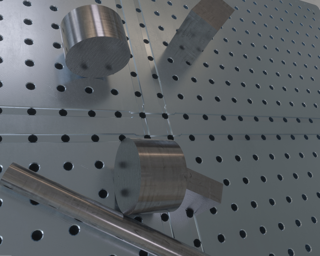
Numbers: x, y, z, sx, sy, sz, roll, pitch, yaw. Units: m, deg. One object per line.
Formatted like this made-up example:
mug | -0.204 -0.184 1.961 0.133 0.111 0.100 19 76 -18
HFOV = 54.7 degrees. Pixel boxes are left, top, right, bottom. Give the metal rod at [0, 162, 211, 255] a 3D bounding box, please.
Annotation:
metal rod | -0.019 0.115 0.327 0.301 0.025 0.025 29 52 -10

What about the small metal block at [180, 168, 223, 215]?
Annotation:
small metal block | 0.038 0.076 0.367 0.050 0.050 0.025 25 53 -13

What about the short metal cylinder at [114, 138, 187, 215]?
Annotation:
short metal cylinder | -0.013 0.051 0.335 0.050 0.080 0.080 4 60 -27

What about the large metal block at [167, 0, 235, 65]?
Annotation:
large metal block | 0.067 -0.164 0.510 0.050 0.080 0.080 39 51 -3

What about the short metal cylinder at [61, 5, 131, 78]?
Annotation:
short metal cylinder | -0.082 -0.108 0.395 0.081 0.080 0.050 -2 63 -29
